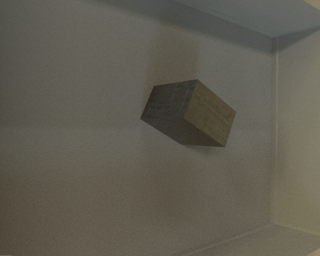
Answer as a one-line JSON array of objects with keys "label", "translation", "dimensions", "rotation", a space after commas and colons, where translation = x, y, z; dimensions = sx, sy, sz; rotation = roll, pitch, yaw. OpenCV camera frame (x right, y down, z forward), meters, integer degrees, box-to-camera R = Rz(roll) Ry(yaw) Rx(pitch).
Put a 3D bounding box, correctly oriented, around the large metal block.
[{"label": "large metal block", "translation": [0.036, -0.016, 0.400], "dimensions": [0.080, 0.080, 0.050], "rotation": [33, 70, -35]}]
